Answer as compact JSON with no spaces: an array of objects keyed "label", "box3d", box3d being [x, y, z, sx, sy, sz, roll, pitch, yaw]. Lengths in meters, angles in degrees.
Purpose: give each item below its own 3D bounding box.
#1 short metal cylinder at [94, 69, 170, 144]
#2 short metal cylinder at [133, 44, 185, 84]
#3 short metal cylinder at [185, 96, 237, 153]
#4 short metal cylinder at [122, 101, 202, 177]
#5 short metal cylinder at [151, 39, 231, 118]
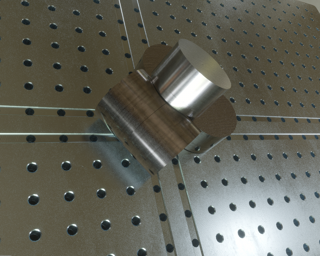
[{"label":"short metal cylinder","box3d":[-0.031,-0.025,0.373,0.050,0.080,0.080,47,51,4]},{"label":"short metal cylinder","box3d":[0.004,-0.071,0.437,0.081,0.050,0.080,14,56,-21]},{"label":"short metal cylinder","box3d":[0.058,-0.012,0.431,0.081,0.050,0.080,14,56,-21]},{"label":"short metal cylinder","box3d":[0.003,0.013,0.368,0.050,0.080,0.080,47,51,4]},{"label":"short metal cylinder","box3d":[0.037,-0.059,0.367,0.080,0.050,0.080,31,32,-22]}]
